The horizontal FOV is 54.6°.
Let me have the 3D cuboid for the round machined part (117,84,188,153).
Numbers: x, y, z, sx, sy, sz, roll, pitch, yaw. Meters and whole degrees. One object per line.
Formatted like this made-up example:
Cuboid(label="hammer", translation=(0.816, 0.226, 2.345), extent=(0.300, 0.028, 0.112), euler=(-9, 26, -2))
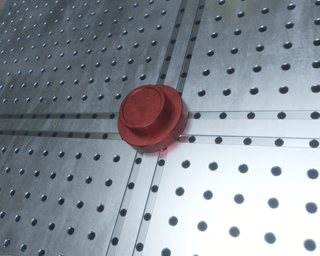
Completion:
Cuboid(label="round machined part", translation=(-0.015, -0.020, 0.418), extent=(0.098, 0.042, 0.098), euler=(-13, 56, 21))
